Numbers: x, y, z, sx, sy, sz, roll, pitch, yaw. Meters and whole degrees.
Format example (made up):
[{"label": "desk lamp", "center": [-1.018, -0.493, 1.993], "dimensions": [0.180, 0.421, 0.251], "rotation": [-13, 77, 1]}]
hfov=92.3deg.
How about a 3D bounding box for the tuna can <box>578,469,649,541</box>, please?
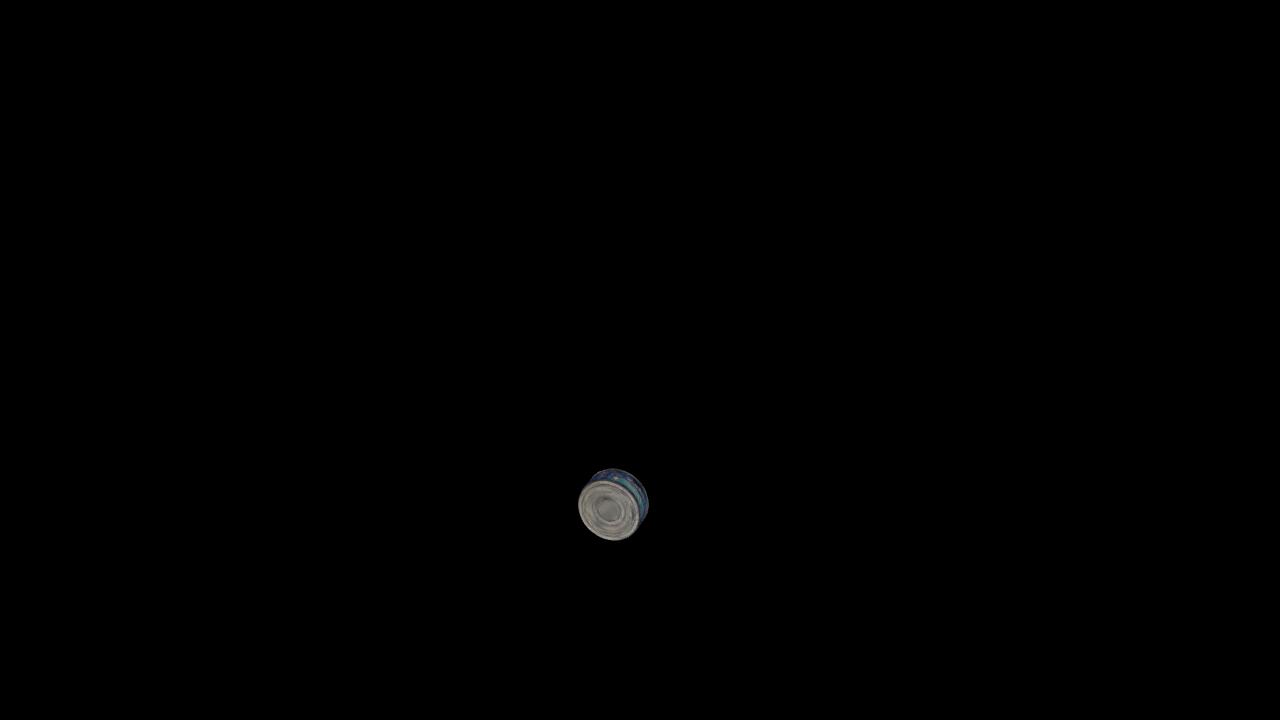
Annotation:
[{"label": "tuna can", "center": [-0.034, 0.179, 0.761], "dimensions": [0.084, 0.084, 0.034], "rotation": [0, 14, 19]}]
